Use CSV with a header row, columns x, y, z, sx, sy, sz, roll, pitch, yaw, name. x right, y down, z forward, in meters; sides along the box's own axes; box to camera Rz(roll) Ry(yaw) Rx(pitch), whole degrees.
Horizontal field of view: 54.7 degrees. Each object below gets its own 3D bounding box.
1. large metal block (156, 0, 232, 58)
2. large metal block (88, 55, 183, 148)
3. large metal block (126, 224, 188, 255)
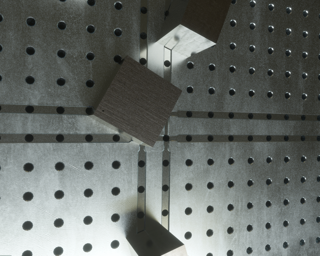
x,y,z,sx,sy,sz,roll,pitch,yaw,name
0.045,-0.146,0.401,0.050,0.080,0.080,23,83,-19,large metal block
-0.032,-0.031,0.388,0.080,0.050,0.080,30,80,-18,large metal block
0.003,0.178,0.386,0.050,0.080,0.080,-18,97,-19,large metal block
